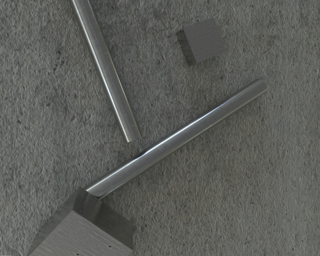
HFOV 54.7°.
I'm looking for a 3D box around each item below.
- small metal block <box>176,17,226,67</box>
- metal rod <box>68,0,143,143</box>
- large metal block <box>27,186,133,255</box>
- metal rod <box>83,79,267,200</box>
[{"bbox_3d":[0.057,-0.119,0.431,0.050,0.025,0.050,-25,99,-19],"label":"small metal block"},{"bbox_3d":[-0.086,-0.124,0.377,0.025,0.025,0.298,-23,98,-19],"label":"metal rod"},{"bbox_3d":[-0.088,0.128,0.350,0.080,0.050,0.080,41,99,-16],"label":"large metal block"},{"bbox_3d":[0.029,0.012,0.420,0.302,0.025,0.025,-32,101,-18],"label":"metal rod"}]
